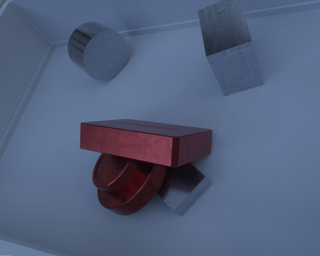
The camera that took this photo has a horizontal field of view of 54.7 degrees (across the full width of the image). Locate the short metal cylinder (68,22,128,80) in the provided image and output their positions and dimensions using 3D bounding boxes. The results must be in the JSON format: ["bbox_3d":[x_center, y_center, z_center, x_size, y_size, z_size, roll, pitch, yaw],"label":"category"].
[{"bbox_3d":[-0.098,-0.123,0.495,0.080,0.080,0.050,-49,52,-6],"label":"short metal cylinder"}]

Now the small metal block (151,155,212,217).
[{"bbox_3d":[0.022,0.063,0.355,0.050,0.025,0.050,-46,52,-4],"label":"small metal block"}]

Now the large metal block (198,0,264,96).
[{"bbox_3d":[0.088,-0.100,0.385,0.050,0.080,0.080,-16,55,19],"label":"large metal block"}]

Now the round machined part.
[{"bbox_3d":[-0.041,0.049,0.365,0.098,0.042,0.098,-32,36,27],"label":"round machined part"}]

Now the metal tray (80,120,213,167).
[{"bbox_3d":[-0.016,0.013,0.362,0.130,0.091,0.030,8,98,31],"label":"metal tray"}]
